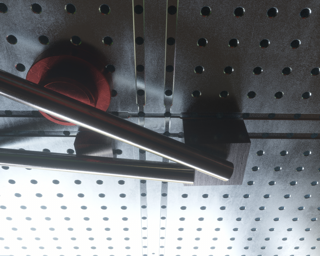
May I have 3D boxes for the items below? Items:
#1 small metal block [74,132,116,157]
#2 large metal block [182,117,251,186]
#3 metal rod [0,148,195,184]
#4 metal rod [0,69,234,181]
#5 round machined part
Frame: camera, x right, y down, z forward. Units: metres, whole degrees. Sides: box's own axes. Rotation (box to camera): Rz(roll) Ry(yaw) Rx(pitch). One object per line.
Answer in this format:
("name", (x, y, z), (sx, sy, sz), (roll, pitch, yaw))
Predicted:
("small metal block", (-0.090, 0.032, 0.438), (0.050, 0.025, 0.050), (0, 130, 0))
("large metal block", (0.072, 0.033, 0.421), (0.081, 0.050, 0.079), (-2, 130, 1))
("metal rod", (-0.105, 0.049, 0.415), (0.301, 0.025, 0.025), (4, 131, 10))
("metal rod", (-0.050, -0.001, 0.347), (0.302, 0.025, 0.025), (22, 127, -15))
("round machined part", (-0.107, -0.041, 0.363), (0.099, 0.042, 0.097), (-1, 130, 0))
